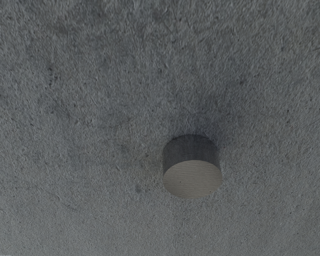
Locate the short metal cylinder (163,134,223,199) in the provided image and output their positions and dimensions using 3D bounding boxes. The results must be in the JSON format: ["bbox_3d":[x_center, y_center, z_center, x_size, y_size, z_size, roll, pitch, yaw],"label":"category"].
[{"bbox_3d":[0.044,0.055,0.438,0.080,0.050,0.080,0,130,0],"label":"short metal cylinder"}]
